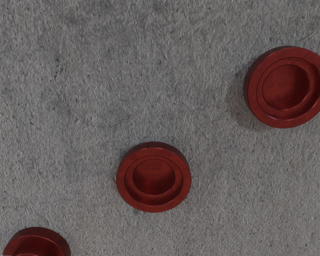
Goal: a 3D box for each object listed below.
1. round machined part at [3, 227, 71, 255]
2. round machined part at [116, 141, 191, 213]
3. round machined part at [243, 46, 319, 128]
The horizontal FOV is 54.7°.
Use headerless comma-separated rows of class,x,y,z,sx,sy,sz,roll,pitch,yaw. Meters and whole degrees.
round machined part,-0.192,0.205,0.474,0.099,0.042,0.097,0,110,0
round machined part,-0.008,0.063,0.424,0.099,0.042,0.097,0,110,0
round machined part,0.151,-0.052,0.383,0.099,0.042,0.097,0,110,0
